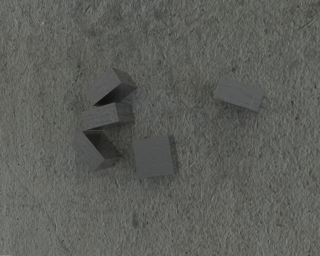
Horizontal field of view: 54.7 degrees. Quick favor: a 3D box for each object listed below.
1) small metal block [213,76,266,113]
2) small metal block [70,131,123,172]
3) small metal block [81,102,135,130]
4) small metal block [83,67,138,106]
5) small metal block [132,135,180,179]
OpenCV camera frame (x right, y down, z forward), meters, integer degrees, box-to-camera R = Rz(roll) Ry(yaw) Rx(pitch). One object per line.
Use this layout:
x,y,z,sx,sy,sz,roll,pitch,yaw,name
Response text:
0.094,-0.038,0.362,0.050,0.050,0.025,20,97,19,small metal block
-0.086,0.030,0.426,0.025,0.050,0.050,-45,76,15,small metal block
-0.069,-0.015,0.420,0.050,0.050,0.025,-14,86,19,small metal block
-0.066,-0.053,0.419,0.050,0.050,0.025,-36,79,16,small metal block
-0.005,0.038,0.411,0.050,0.025,0.050,-10,87,19,small metal block
